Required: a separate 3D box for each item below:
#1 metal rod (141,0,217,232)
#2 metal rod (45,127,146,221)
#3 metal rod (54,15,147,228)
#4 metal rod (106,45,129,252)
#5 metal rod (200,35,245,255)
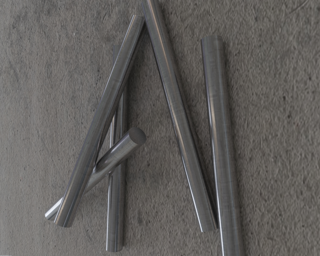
[{"bbox_3d":[0.023,-0.026,0.386,0.025,0.025,0.299,-23,76,38],"label":"metal rod"},{"bbox_3d":[-0.113,0.084,0.474,0.299,0.025,0.025,-41,65,40],"label":"metal rod"},{"bbox_3d":[-0.079,-0.010,0.424,0.025,0.025,0.299,19,88,38],"label":"metal rod"},{"bbox_3d":[-0.062,0.031,0.456,0.025,0.025,0.298,4,93,40],"label":"metal rod"},{"bbox_3d":[0.072,0.046,0.345,0.025,0.025,0.298,-8,85,40],"label":"metal rod"}]
